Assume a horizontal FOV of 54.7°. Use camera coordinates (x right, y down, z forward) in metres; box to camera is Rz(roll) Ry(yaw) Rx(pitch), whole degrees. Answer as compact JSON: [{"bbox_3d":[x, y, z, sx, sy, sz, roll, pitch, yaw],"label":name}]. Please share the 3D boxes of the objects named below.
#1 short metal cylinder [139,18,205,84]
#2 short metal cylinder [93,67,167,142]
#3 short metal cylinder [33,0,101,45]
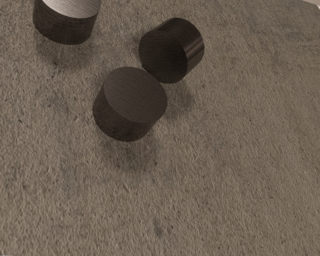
[{"bbox_3d":[0.017,-0.111,0.447,0.080,0.080,0.050,43,51,1],"label":"short metal cylinder"},{"bbox_3d":[-0.038,-0.029,0.386,0.081,0.050,0.080,14,56,-21],"label":"short metal cylinder"},{"bbox_3d":[-0.126,-0.160,0.418,0.081,0.050,0.080,14,56,-21],"label":"short metal cylinder"}]
